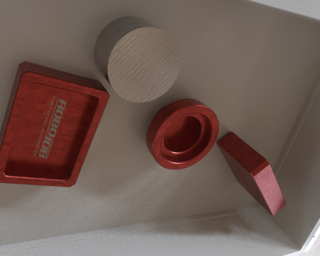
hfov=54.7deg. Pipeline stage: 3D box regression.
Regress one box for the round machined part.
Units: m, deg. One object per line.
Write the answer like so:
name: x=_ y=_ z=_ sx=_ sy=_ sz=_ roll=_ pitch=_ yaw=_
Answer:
round machined part: x=0.027 y=0.004 z=0.417 sx=0.099 sy=0.042 sz=0.097 roll=-14 pitch=125 yaw=-21

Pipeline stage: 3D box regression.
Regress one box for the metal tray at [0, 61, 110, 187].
metal tray: x=-0.121 y=0.002 z=0.341 sx=0.091 sy=0.030 sz=0.129 roll=12 pitch=112 yaw=-34

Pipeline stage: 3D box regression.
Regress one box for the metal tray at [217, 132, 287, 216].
metal tray: x=0.147 y=0.074 z=0.494 sx=0.030 sy=0.090 sz=0.130 roll=-38 pitch=130 yaw=-3

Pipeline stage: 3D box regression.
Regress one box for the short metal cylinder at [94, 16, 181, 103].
short metal cylinder: x=-0.025 y=-0.074 z=0.334 sx=0.081 sy=0.050 sz=0.079 roll=-14 pitch=124 yaw=-21
